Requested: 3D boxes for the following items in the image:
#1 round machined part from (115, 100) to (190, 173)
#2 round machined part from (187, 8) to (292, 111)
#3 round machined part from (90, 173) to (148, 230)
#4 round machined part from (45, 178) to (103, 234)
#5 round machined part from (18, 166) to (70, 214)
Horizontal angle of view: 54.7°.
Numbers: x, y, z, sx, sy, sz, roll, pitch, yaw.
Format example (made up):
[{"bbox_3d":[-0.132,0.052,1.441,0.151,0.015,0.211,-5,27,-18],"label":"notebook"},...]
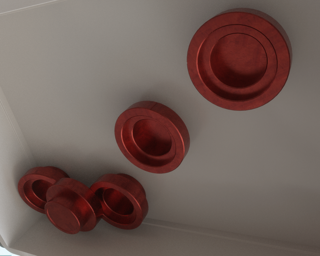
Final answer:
[{"bbox_3d":[-0.007,0.008,0.406,0.098,0.042,0.097,13,124,21],"label":"round machined part"},{"bbox_3d":[0.080,-0.070,0.312,0.098,0.042,0.097,13,124,21],"label":"round machined part"},{"bbox_3d":[-0.062,0.113,0.500,0.098,0.042,0.097,13,124,21],"label":"round machined part"},{"bbox_3d":[-0.145,0.132,0.501,0.098,0.042,0.097,13,124,20],"label":"round machined part"},{"bbox_3d":[-0.200,0.108,0.561,0.098,0.042,0.097,5,122,9],"label":"round machined part"}]
